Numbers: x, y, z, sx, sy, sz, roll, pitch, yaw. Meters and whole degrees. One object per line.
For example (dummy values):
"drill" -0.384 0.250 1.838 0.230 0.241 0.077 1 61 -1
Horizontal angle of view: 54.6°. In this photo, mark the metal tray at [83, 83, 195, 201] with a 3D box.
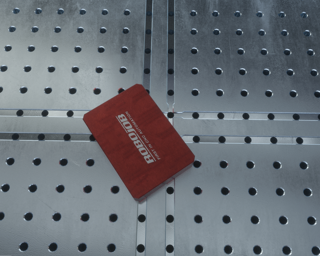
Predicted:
"metal tray" -0.028 0.016 0.403 0.090 0.030 0.130 -33 73 -11
